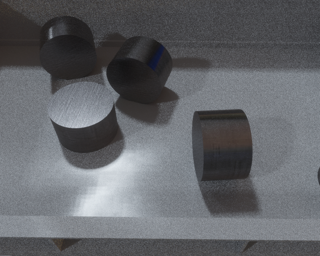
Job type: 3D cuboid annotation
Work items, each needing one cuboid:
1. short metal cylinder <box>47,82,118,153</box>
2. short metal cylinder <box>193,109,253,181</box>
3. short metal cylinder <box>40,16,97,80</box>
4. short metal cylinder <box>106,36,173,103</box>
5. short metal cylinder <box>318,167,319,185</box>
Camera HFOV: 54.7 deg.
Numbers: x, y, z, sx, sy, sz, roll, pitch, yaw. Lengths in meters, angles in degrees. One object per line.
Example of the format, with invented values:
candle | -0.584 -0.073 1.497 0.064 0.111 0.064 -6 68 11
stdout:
short metal cylinder | -0.097 -0.015 0.400 0.080 0.050 0.080 0 50 0
short metal cylinder | 0.067 0.019 0.353 0.050 0.080 0.080 -3 50 -2
short metal cylinder | -0.139 -0.120 0.469 0.081 0.080 0.050 -11 51 -9
short metal cylinder | -0.028 -0.081 0.437 0.080 0.080 0.050 14 52 12
short metal cylinder | 0.229 0.051 0.347 0.080 0.050 0.080 0 50 0
